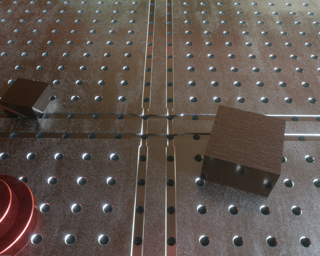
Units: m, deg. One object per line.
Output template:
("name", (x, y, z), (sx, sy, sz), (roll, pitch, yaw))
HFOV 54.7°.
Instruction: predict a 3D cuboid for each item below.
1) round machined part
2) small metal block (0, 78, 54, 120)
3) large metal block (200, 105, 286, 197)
("round machined part", (-0.182, 0.090, 0.320), (0.099, 0.042, 0.098), (0, 50, 0))
("small metal block", (-0.189, -0.043, 0.442), (0.050, 0.025, 0.050), (11, 51, 9))
("large metal block", (0.099, 0.026, 0.370), (0.080, 0.050, 0.080), (14, 51, 11))
